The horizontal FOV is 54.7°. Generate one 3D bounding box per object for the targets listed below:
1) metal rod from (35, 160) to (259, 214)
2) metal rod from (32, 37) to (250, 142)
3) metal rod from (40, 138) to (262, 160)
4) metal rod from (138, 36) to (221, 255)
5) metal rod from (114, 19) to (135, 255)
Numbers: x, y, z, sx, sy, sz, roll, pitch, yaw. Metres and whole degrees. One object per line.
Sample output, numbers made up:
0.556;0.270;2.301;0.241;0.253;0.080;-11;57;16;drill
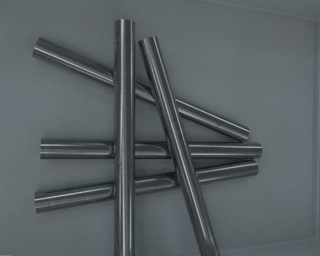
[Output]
-0.002;0.073;0.409;0.303;0.025;0.025;-5;92;-20;metal rod
-0.009;-0.042;0.406;0.302;0.025;0.025;21;83;-19;metal rod
0.004;0.029;0.411;0.303;0.025;0.025;2;90;-21;metal rod
0.027;0.035;0.393;0.025;0.025;0.298;-19;97;-19;metal rod
-0.042;0.025;0.367;0.025;0.025;0.298;0;90;-20;metal rod
